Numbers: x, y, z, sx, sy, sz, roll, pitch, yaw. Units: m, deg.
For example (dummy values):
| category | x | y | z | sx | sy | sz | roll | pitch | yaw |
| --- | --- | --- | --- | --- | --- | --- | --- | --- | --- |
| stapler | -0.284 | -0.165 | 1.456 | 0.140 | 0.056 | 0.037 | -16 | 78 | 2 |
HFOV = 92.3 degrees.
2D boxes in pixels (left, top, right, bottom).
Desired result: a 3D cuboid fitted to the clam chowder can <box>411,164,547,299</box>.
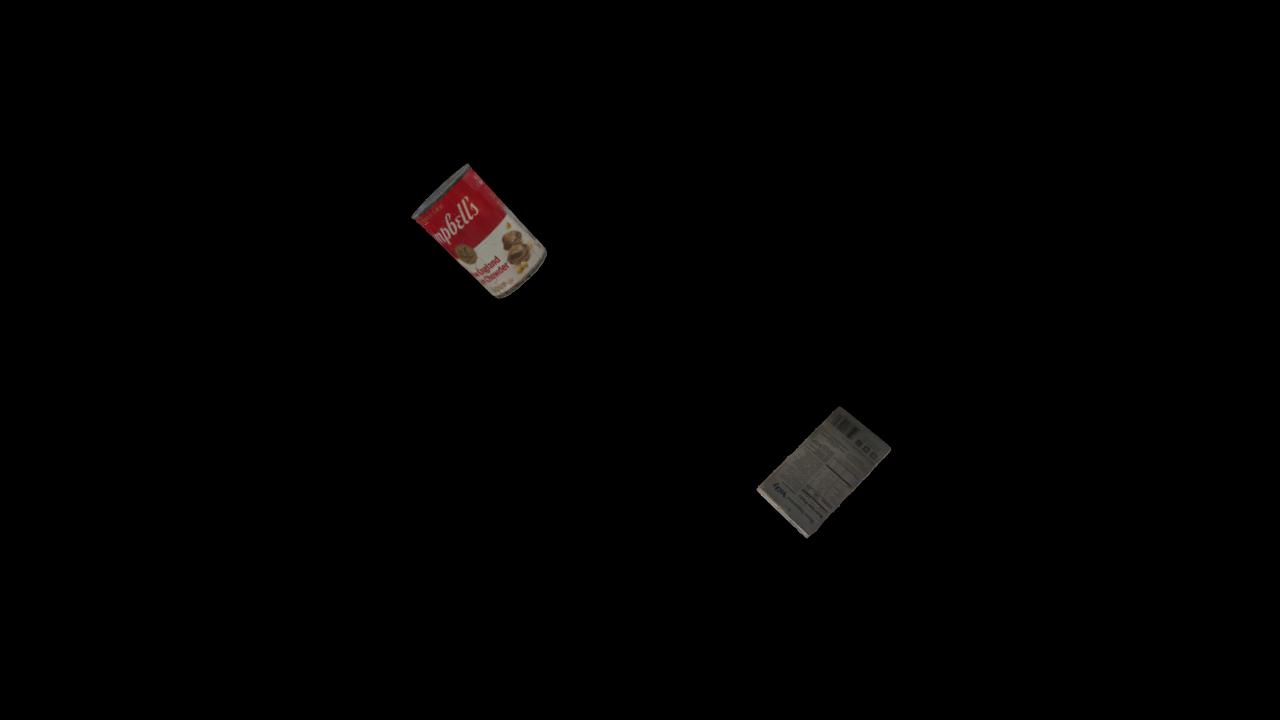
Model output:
| category | x | y | z | sx | sy | sz | roll | pitch | yaw |
| --- | --- | --- | --- | --- | --- | --- | --- | --- | --- |
| clam chowder can | -0.141 | -0.113 | 0.549 | 0.102 | 0.068 | 0.068 | 47 | -26 | -27 |

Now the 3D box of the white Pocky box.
| category | x | y | z | sx | sy | sz | roll | pitch | yaw |
| --- | --- | --- | --- | --- | --- | --- | --- | --- | --- |
| white Pocky box | 0.228 | 0.136 | 0.761 | 0.084 | 0.154 | 0.028 | 43 | -15 | 22 |
